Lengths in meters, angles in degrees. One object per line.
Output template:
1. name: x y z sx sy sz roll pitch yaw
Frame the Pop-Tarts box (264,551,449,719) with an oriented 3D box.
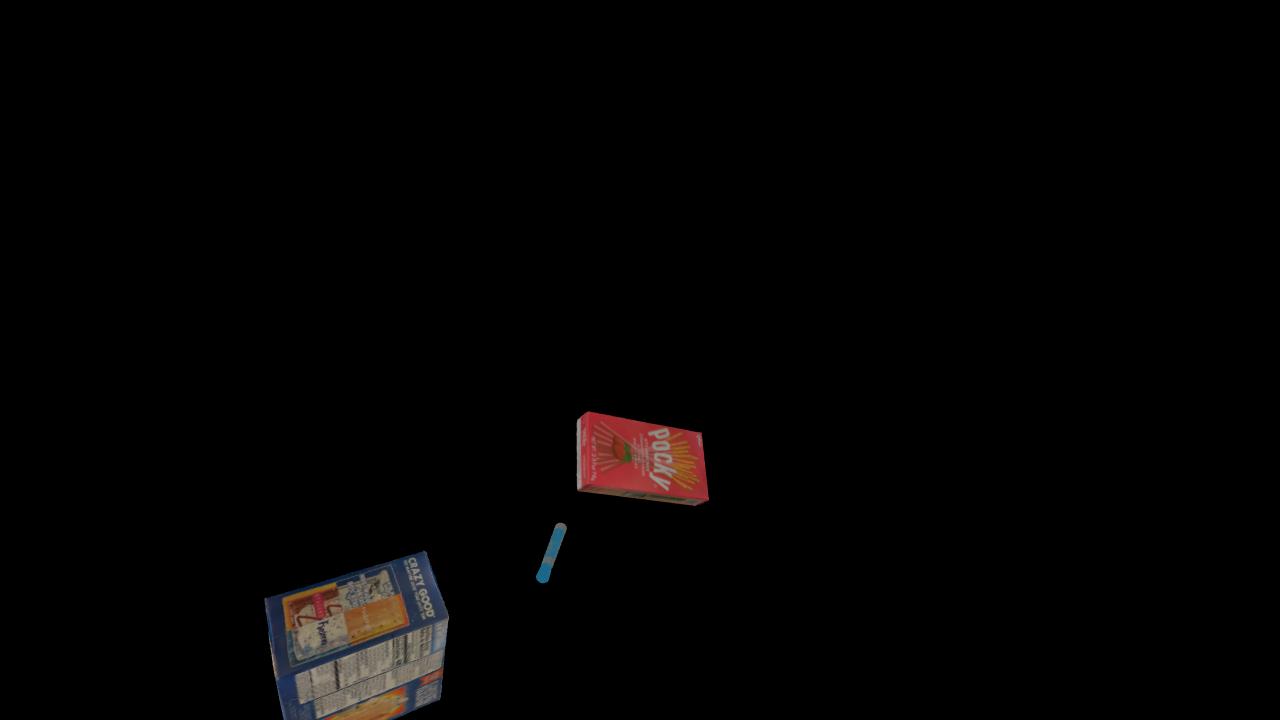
1. Pop-Tarts box: -0.269 0.284 0.594 0.141 0.167 0.083 -10 44 -32

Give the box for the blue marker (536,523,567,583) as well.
1. blue marker: -0.130 0.283 0.906 0.020 0.020 0.121 0 21 7

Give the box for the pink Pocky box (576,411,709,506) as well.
1. pink Pocky box: 0.005 0.111 0.682 0.155 0.084 0.029 14 -34 -27
